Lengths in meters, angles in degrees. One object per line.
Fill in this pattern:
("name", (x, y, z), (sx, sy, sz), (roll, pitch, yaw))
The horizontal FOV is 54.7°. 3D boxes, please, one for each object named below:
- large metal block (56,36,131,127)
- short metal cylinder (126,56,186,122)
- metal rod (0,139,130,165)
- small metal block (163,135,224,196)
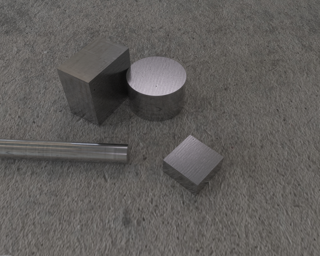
("large metal block", (-0.083, -0.063, 0.420), (0.050, 0.080, 0.080), (25, 55, 20))
("short metal cylinder", (-0.005, -0.055, 0.433), (0.081, 0.050, 0.080), (0, 50, 0))
("metal rod", (-0.189, 0.026, 0.380), (0.302, 0.025, 0.025), (2, 50, 2))
("small metal block", (0.039, 0.043, 0.367), (0.050, 0.025, 0.050), (35, 58, 25))
